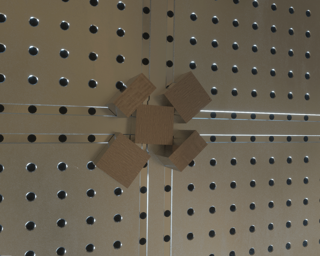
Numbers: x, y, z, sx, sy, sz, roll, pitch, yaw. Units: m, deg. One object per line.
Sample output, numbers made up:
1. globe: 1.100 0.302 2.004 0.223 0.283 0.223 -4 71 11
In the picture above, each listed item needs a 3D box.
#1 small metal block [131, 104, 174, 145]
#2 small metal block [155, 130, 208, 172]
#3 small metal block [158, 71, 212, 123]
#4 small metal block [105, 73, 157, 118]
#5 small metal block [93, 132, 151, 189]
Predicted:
1. small metal block: -0.010 -0.004 0.408 0.050 0.025 0.050 4 88 -19
2. small metal block: 0.027 0.028 0.409 0.050 0.050 0.025 -44 104 -15
3. small metal block: 0.034 -0.041 0.425 0.050 0.025 0.050 -42 103 -15
4. small metal block: -0.037 -0.039 0.385 0.025 0.050 0.050 46 77 -15
5. small metal block: -0.049 0.040 0.394 0.050 0.025 0.050 40 77 -16
